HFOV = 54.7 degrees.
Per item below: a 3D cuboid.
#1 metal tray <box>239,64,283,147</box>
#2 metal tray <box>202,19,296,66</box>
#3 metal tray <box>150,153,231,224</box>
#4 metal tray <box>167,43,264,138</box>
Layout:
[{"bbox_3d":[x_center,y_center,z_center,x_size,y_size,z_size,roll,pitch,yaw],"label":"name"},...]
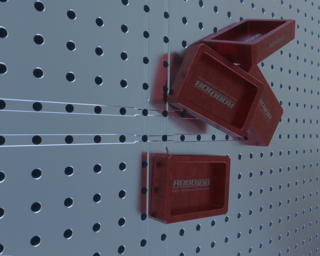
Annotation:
[{"bbox_3d":[0.166,-0.040,0.549,0.130,0.030,0.090,48,62,-30],"label":"metal tray"},{"bbox_3d":[0.140,-0.138,0.483,0.131,0.090,0.030,-34,127,-35],"label":"metal tray"},{"bbox_3d":[0.048,0.083,0.448,0.131,0.030,0.089,6,86,-40],"label":"metal tray"},{"bbox_3d":[0.084,-0.051,0.452,0.131,0.030,0.090,26,83,-26],"label":"metal tray"}]
